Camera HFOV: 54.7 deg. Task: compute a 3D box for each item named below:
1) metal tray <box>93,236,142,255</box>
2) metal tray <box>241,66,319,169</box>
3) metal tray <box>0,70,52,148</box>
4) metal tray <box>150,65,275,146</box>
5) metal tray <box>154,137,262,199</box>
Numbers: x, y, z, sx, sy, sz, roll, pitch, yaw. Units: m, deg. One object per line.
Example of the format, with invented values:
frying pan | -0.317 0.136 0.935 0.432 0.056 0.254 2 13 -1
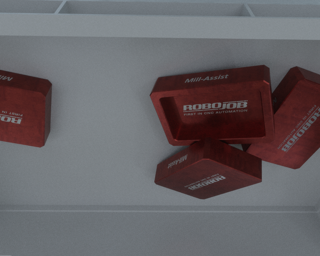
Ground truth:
metal tray | -0.094 0.274 0.640 0.091 0.030 0.129 10 130 -9
metal tray | 0.176 -0.007 0.401 0.091 0.030 0.129 16 128 -13
metal tray | -0.205 -0.027 0.380 0.131 0.030 0.089 11 129 -10
metal tray | 0.064 -0.021 0.366 0.130 0.030 0.090 -3 132 22
metal tray | 0.062 0.061 0.426 0.091 0.030 0.129 23 149 -21
